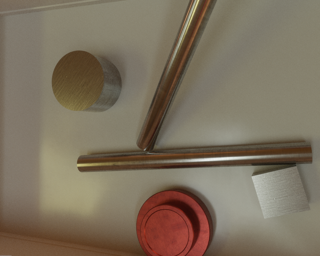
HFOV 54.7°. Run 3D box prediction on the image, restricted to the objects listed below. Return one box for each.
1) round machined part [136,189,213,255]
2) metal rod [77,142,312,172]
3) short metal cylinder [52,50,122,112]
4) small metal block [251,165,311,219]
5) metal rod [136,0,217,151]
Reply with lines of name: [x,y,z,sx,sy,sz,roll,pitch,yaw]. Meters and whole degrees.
round machined part: [0.014,0.128,0.391,0.098,0.042,0.097,-2,84,19]
metal rod: [0.029,0.040,0.399,0.301,0.025,0.025,-5,89,19]
short metal cylinder: [-0.101,-0.062,0.431,0.080,0.050,0.079,0,90,19]
small metal block: [0.140,0.073,0.361,0.050,0.025,0.050,-17,84,18]
metal rod: [0.027,-0.089,0.331,0.025,0.025,0.298,35,128,16]
